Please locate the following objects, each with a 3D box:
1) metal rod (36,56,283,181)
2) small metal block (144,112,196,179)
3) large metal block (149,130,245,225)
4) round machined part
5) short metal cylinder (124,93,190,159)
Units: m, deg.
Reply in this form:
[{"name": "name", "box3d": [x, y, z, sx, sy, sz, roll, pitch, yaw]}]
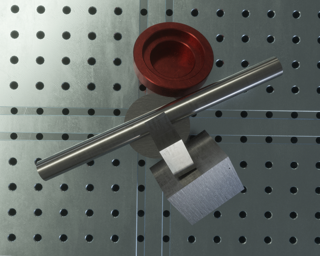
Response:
[{"name": "metal rod", "box3d": [0.000, -0.011, 0.363, 0.301, 0.025, 0.025, -24, 90, -1]}, {"name": "small metal block", "box3d": [0.011, 0.019, 0.340, 0.025, 0.050, 0.050, -29, 132, 0]}, {"name": "large metal block", "box3d": [0.047, 0.062, 0.379, 0.080, 0.050, 0.080, -35, 135, 0]}, {"name": "round machined part", "box3d": [0.015, -0.082, 0.393, 0.099, 0.042, 0.098, 2, 67, -6]}, {"name": "short metal cylinder", "box3d": [-0.004, -0.003, 0.400, 0.081, 0.050, 0.079, 0, 90, -1]}]
